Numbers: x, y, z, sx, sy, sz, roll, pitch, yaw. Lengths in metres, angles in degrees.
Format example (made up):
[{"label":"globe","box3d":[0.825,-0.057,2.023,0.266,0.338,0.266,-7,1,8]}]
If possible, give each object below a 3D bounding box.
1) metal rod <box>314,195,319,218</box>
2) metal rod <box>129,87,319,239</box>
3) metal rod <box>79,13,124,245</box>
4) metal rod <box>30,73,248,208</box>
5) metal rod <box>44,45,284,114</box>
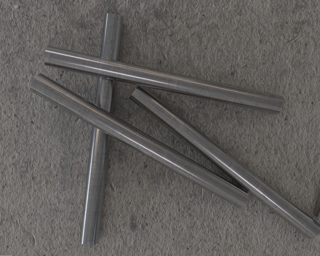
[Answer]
[{"label":"metal rod","box3d":[0.261,-0.023,0.411,0.025,0.025,0.298,17,90,0]},{"label":"metal rod","box3d":[0.086,0.044,0.410,0.300,0.025,0.025,38,90,0]},{"label":"metal rod","box3d":[-0.077,0.002,0.409,0.025,0.025,0.298,6,90,0]},{"label":"metal rod","box3d":[-0.020,0.020,0.391,0.301,0.025,0.025,30,90,-8]},{"label":"metal rod","box3d":[0.011,-0.059,0.393,0.302,0.025,0.025,11,90,-7]}]
